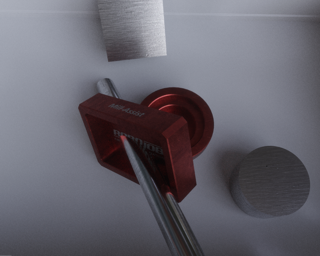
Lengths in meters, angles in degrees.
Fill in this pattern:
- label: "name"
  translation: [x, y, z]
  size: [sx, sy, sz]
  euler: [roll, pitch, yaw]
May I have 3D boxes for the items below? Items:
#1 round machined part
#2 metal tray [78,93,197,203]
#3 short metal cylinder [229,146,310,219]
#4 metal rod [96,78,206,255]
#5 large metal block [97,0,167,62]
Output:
- label: "round machined part"
  translation: [0.017, 0.000, 0.401]
  size: [0.099, 0.042, 0.098]
  euler: [0, 70, -1]
- label: "metal tray"
  translation: [-0.026, 0.018, 0.335]
  size: [0.130, 0.089, 0.030]
  euler: [18, 43, 37]
- label: "short metal cylinder"
  translation: [0.129, 0.067, 0.374]
  size: [0.081, 0.050, 0.080]
  euler: [0, 70, 0]
- label: "metal rod"
  translation: [-0.019, 0.036, 0.331]
  size: [0.025, 0.025, 0.300]
  euler: [-23, 47, -9]
- label: "large metal block"
  translation: [-0.037, -0.141, 0.424]
  size: [0.081, 0.079, 0.050]
  euler: [-7, 31, -3]
